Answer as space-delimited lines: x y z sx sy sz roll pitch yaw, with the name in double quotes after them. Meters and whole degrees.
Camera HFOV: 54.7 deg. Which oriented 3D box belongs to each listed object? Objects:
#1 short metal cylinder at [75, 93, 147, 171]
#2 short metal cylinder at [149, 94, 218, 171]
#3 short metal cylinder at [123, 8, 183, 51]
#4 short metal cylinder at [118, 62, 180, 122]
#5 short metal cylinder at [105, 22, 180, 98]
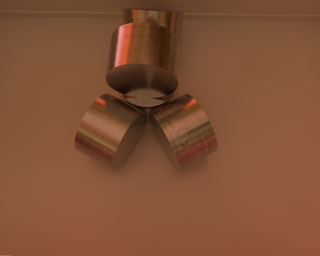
-0.058 0.005 0.376 0.050 0.080 0.080 28 72 10 "short metal cylinder"
0.027 0.005 0.377 0.050 0.080 0.080 -27 73 -9 "short metal cylinder"
-0.010 -0.134 0.421 0.080 0.080 0.050 4 113 1 "short metal cylinder"
-0.015 -0.055 0.413 0.081 0.050 0.080 0 70 0 "short metal cylinder"
-0.018 -0.074 0.352 0.080 0.080 0.050 3 70 1 "short metal cylinder"
